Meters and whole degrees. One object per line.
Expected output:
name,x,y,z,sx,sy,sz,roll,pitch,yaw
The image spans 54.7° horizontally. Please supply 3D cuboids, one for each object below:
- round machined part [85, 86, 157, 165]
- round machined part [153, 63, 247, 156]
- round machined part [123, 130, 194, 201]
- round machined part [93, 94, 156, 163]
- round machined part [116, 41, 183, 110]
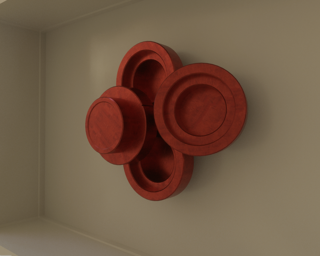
round machined part,-0.054,-0.003,0.379,0.098,0.042,0.097,0,90,39
round machined part,0.046,-0.019,0.340,0.098,0.042,0.097,-1,87,19
round machined part,0.002,0.039,0.390,0.098,0.042,0.097,0,90,39
round machined part,-0.056,0.000,0.435,0.098,0.042,0.097,0,90,39
round machined part,-0.008,-0.058,0.398,0.098,0.042,0.097,0,90,39
